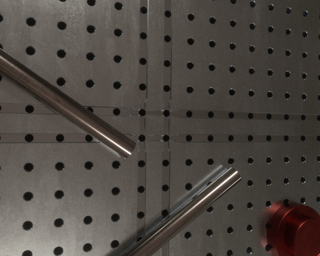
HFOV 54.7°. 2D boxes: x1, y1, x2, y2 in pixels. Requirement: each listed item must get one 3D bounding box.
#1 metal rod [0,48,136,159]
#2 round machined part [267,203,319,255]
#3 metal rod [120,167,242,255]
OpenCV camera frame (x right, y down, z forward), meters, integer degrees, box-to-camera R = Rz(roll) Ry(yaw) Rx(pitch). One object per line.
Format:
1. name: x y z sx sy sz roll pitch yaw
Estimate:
1. metal rod: -0.154 -0.056 0.355 0.301 0.025 0.025 36 78 -17
2. round machined part: 0.223 0.171 0.489 0.099 0.042 0.097 0 90 -21
3. metal rod: -0.008 0.150 0.410 0.302 0.025 0.025 -35 102 -17
